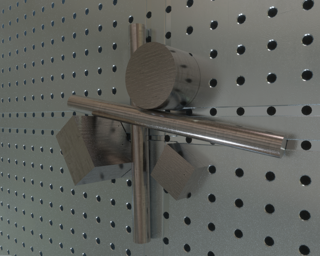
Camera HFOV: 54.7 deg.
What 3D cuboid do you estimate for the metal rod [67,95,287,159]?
[{"bbox_3d":[-0.003,-0.010,0.385,0.300,0.025,0.025,13,98,31],"label":"metal rod"}]

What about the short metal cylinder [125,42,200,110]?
[{"bbox_3d":[0.003,-0.063,0.389,0.080,0.050,0.079,0,90,39],"label":"short metal cylinder"}]

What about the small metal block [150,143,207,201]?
[{"bbox_3d":[0.022,0.054,0.390,0.050,0.025,0.050,40,114,32],"label":"small metal block"}]

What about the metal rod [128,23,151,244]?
[{"bbox_3d":[-0.028,0.007,0.431,0.025,0.025,0.298,-2,89,39],"label":"metal rod"}]

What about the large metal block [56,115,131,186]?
[{"bbox_3d":[-0.089,0.030,0.443,0.050,0.081,0.080,-42,65,32],"label":"large metal block"}]
